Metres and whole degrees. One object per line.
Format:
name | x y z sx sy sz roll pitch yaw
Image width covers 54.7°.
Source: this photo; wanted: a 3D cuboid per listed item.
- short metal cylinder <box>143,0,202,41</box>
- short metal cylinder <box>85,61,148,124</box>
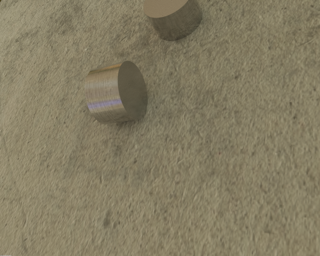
short metal cylinder | 0.021 -0.185 0.489 0.080 0.050 0.080 -13 56 20
short metal cylinder | -0.058 -0.048 0.427 0.050 0.080 0.080 -8 58 24
